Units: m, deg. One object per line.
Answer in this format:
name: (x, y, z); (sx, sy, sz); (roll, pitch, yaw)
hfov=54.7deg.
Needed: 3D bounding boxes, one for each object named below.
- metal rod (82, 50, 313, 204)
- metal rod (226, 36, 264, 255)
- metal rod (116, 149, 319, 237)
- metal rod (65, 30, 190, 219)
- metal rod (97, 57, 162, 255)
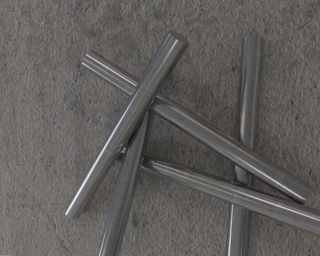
metal rod: (0.033, -0.007, 0.362); (0.300, 0.025, 0.025); (33, 101, 12)
metal rod: (0.100, 0.042, 0.373); (0.025, 0.025, 0.298); (5, 92, 20)
metal rod: (0.060, 0.067, 0.364); (0.300, 0.025, 0.025); (16, 96, 27)
metal rod: (-0.054, 0.016, 0.382); (0.025, 0.025, 0.298); (43, 121, 15)
metal rod: (-0.037, 0.054, 0.382); (0.025, 0.025, 0.299); (10, 79, 19)
